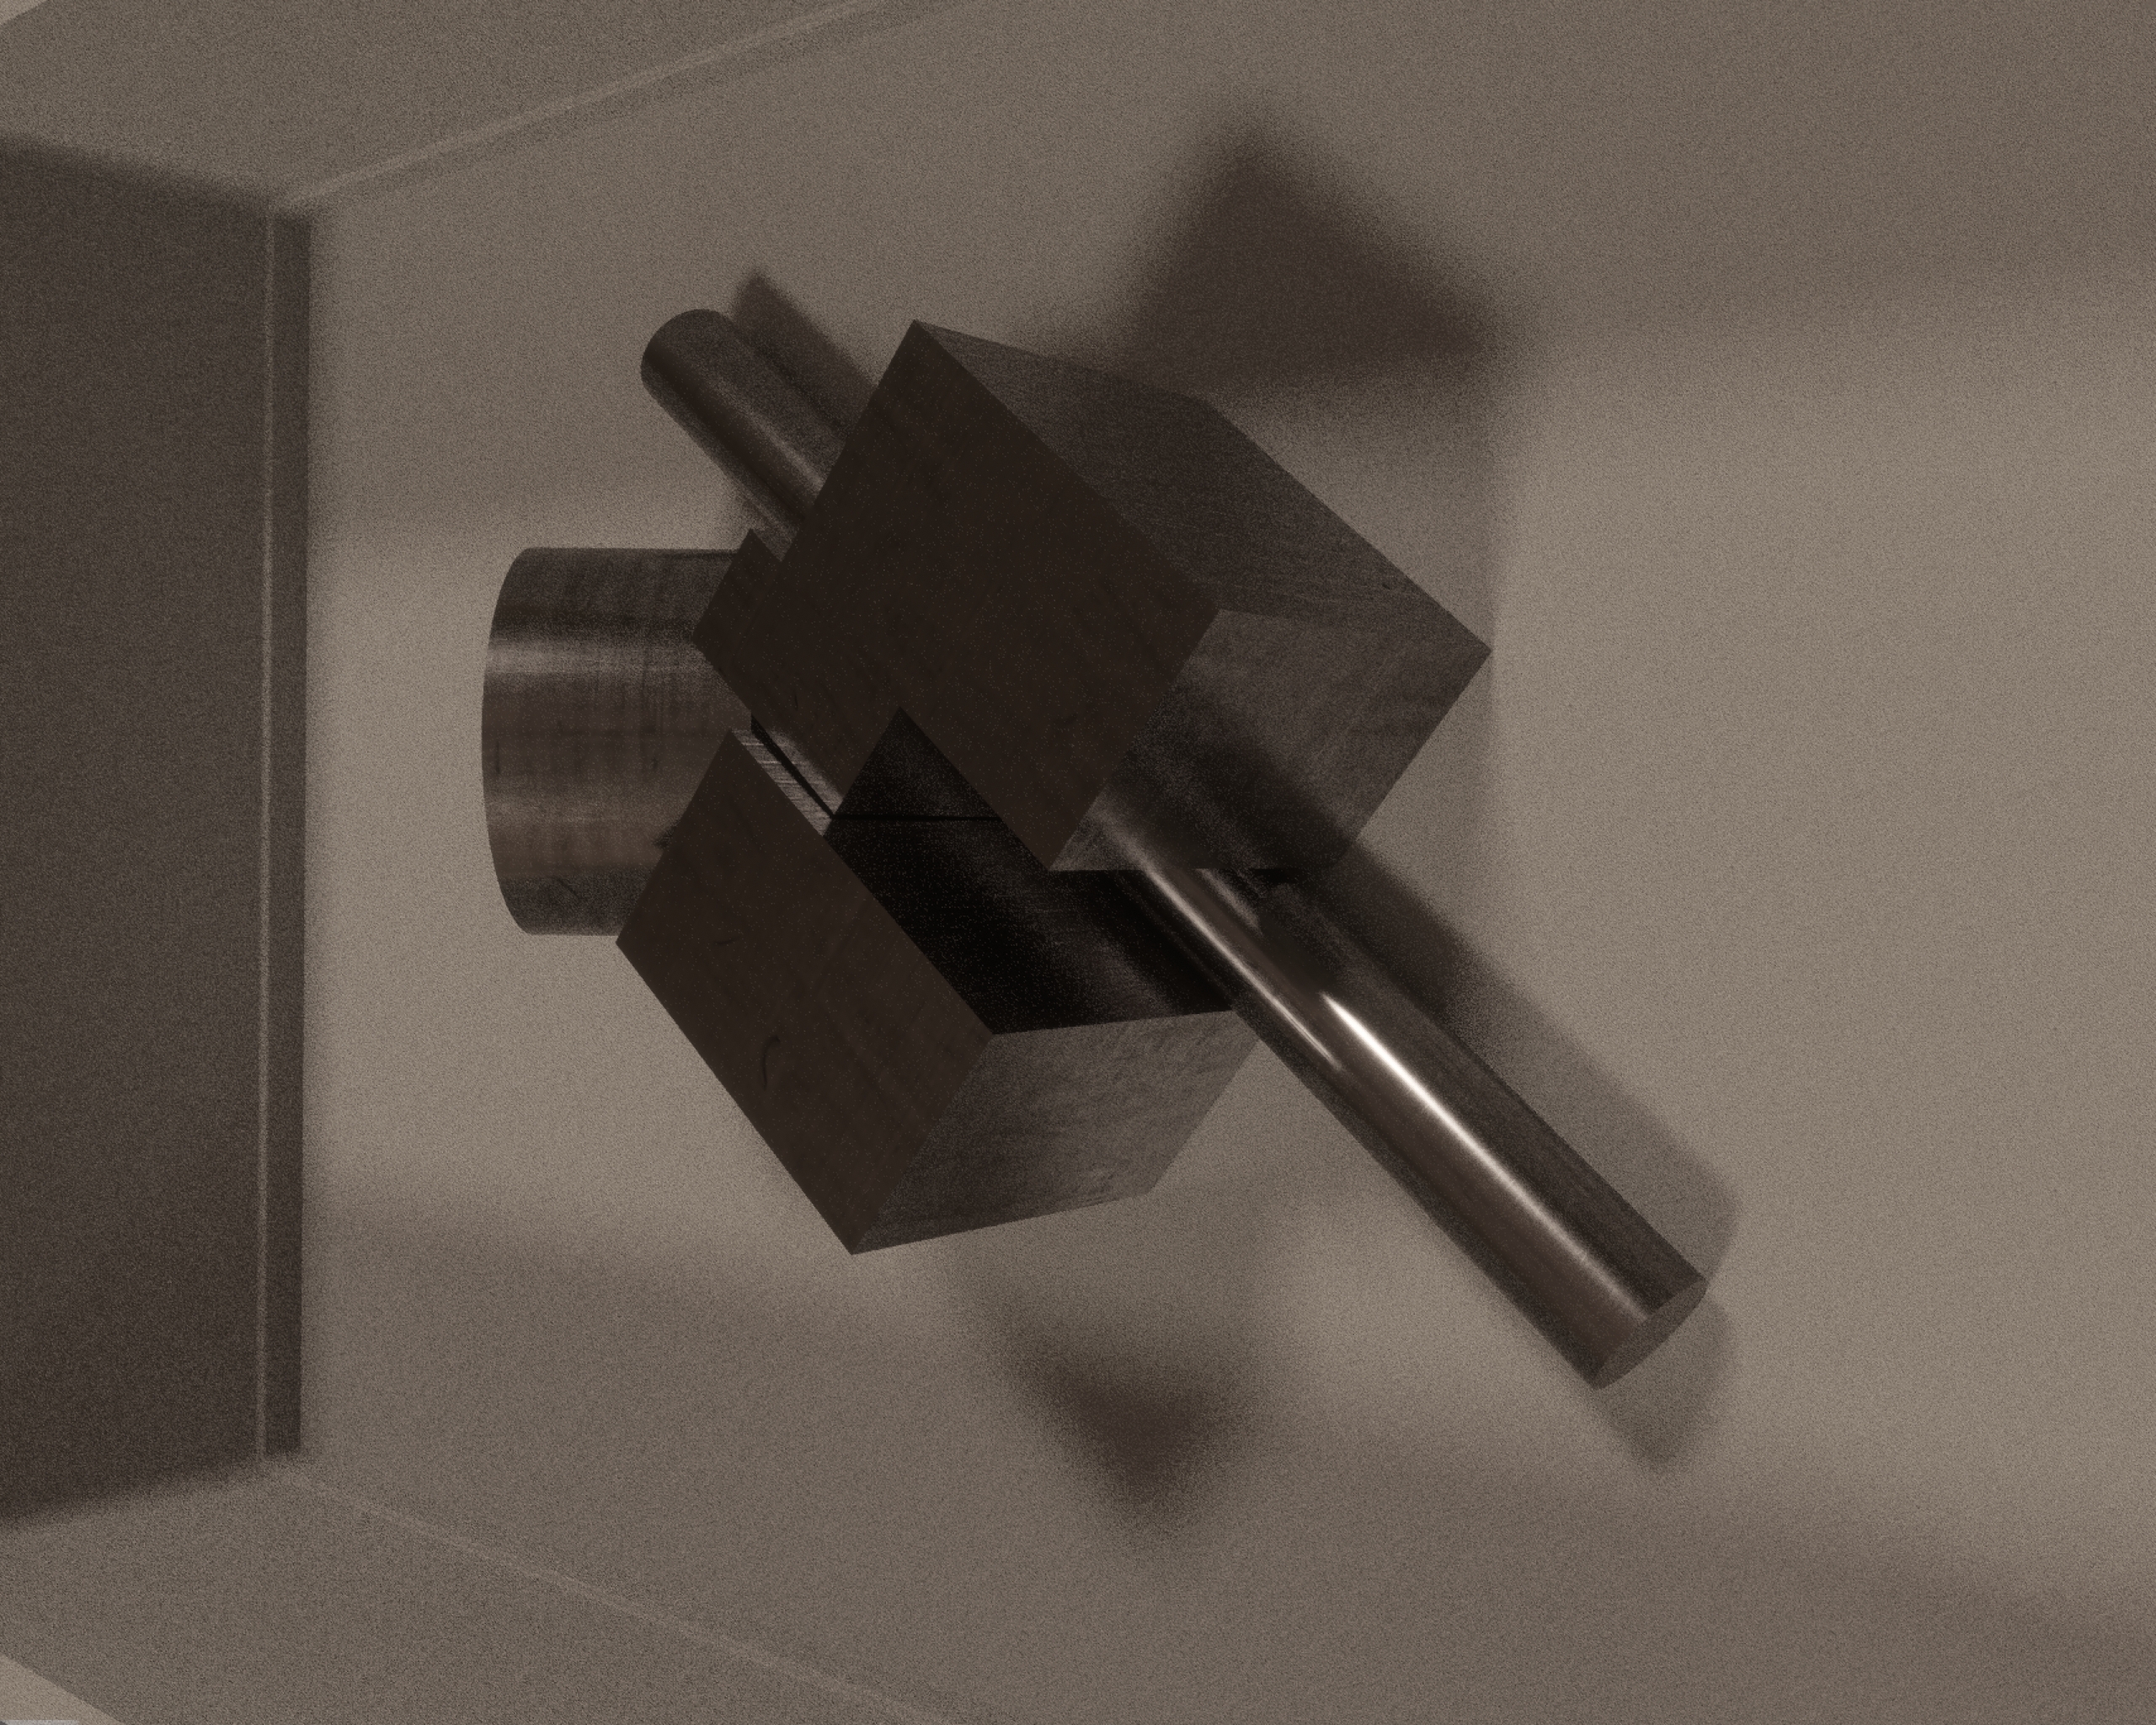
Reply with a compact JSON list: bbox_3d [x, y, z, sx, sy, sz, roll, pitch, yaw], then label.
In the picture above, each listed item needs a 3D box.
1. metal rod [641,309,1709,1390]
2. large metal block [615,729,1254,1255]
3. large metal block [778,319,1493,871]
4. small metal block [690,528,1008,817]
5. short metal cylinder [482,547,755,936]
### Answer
[{"bbox_3d":[0.001,-0.020,0.403,0.300,0.025,0.025,47,118,29],"label":"metal rod"},{"bbox_3d":[-0.024,0.021,0.388,0.080,0.081,0.050,47,118,29],"label":"large metal block"},{"bbox_3d":[0.010,-0.044,0.360,0.080,0.081,0.050,48,118,29],"label":"large metal block"},{"bbox_3d":[-0.034,-0.034,0.385,0.050,0.050,0.025,48,119,29],"label":"small metal block"},{"bbox_3d":[-0.086,-0.025,0.430,0.050,0.080,0.079,1,91,0],"label":"short metal cylinder"}]
